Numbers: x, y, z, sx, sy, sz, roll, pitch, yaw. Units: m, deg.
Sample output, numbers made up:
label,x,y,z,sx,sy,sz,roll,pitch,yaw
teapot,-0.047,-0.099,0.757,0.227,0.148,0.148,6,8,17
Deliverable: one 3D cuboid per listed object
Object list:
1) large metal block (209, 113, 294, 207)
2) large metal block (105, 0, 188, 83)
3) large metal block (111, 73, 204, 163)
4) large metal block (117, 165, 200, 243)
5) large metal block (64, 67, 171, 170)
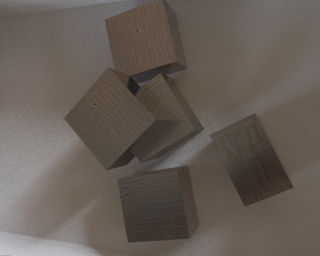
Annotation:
label,x,y,z,sx,sy,sz,roll,pitch,yaw
large metal block,0.103,0.032,0.345,0.050,0.080,0.080,-28,81,18
large metal block,-0.017,-0.109,0.403,0.080,0.050,0.080,-13,86,19
large metal block,-0.003,-0.011,0.398,0.080,0.050,0.080,-33,79,17
large metal block,-0.001,0.096,0.397,0.080,0.050,0.080,-11,86,19
large metal block,-0.049,-0.010,0.361,0.080,0.050,0.080,-46,76,14
